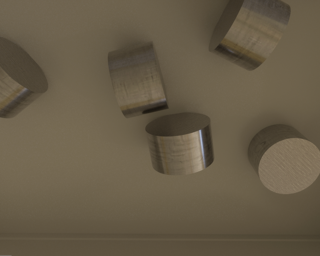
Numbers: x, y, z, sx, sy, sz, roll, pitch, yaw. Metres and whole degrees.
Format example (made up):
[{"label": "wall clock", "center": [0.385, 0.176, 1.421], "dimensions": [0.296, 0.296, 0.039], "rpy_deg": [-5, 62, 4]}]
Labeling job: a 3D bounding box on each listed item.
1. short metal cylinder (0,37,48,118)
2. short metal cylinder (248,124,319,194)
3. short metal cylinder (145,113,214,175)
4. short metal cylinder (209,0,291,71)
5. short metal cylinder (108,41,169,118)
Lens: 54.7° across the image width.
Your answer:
[{"label": "short metal cylinder", "center": [-0.179, -0.058, 0.358], "dimensions": [0.050, 0.080, 0.080], "rpy_deg": [-36, 107, 12]}, {"label": "short metal cylinder", "center": [0.165, 0.041, 0.415], "dimensions": [0.081, 0.050, 0.079], "rpy_deg": [0, 110, -1]}, {"label": "short metal cylinder", "center": [0.026, 0.017, 0.389], "dimensions": [0.080, 0.080, 0.050], "rpy_deg": [-8, 110, 3]}, {"label": "short metal cylinder", "center": [0.096, -0.110, 0.343], "dimensions": [0.050, 0.080, 0.080], "rpy_deg": [24, 108, -9]}, {"label": "short metal cylinder", "center": [-0.023, -0.056, 0.361], "dimensions": [0.050, 0.080, 0.080], "rpy_deg": [-13, 110, 4]}]
